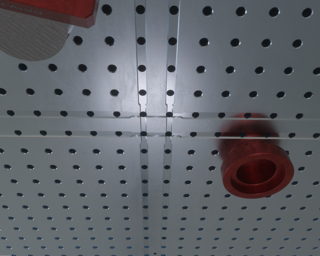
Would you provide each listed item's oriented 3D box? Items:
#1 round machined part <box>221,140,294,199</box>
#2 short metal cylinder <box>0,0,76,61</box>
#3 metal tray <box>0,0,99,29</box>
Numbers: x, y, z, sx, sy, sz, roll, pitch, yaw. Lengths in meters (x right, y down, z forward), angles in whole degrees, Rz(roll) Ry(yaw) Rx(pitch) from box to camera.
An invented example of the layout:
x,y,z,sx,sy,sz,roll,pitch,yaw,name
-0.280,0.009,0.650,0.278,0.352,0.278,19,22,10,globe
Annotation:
x,y,z,sx,sy,sz,roll,pitch,yaw,name
0.138,0.056,0.450,0.099,0.042,0.097,0,130,0,round machined part
-0.124,-0.112,0.298,0.081,0.050,0.079,-1,130,0,short metal cylinder
-0.112,-0.143,0.252,0.131,0.030,0.089,11,90,-9,metal tray
